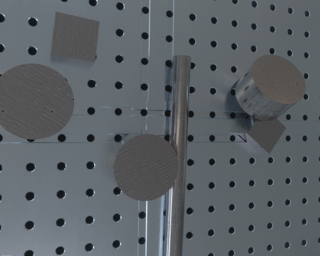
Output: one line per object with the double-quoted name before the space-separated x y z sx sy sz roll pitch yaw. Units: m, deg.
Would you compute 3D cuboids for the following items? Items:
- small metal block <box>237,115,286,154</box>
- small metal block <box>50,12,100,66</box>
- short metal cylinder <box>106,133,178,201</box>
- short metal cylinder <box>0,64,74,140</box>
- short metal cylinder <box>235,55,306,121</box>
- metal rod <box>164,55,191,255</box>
"small metal block" 0.155 0.004 0.470 0.050 0.025 0.050 40 77 -16
"small metal block" -0.103 -0.106 0.375 0.050 0.025 0.050 7 88 -20
"short metal cylinder" -0.024 0.047 0.391 0.081 0.050 0.079 0 90 -20
"short metal cylinder" -0.140 -0.028 0.348 0.081 0.050 0.079 0 90 -20
"short metal cylinder" 0.156 -0.057 0.441 0.081 0.050 0.080 6 64 -12
"metal rod" 0.023 0.052 0.421 0.025 0.025 0.298 3 89 -20
